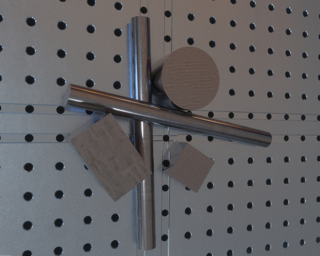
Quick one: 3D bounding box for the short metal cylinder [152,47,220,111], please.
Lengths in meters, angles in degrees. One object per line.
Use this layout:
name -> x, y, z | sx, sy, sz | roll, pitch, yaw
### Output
short metal cylinder -> 0.031, -0.062, 0.412 | 0.081, 0.050, 0.079 | 0, 90, -21

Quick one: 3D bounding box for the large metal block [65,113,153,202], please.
large metal block -> -0.063, 0.031, 0.360 | 0.050, 0.080, 0.080 | -37, 102, -16

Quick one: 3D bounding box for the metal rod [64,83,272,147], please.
metal rod -> 0.031, -0.009, 0.405 | 0.302, 0.025, 0.025 | 12, 86, -28

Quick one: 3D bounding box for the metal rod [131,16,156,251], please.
metal rod -> -0.022, 0.007, 0.406 | 0.025, 0.025, 0.298 | -2, 91, -20

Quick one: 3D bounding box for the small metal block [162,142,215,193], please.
small metal block -> 0.039, 0.054, 0.429 | 0.050, 0.025, 0.050 | 35, 79, -17
